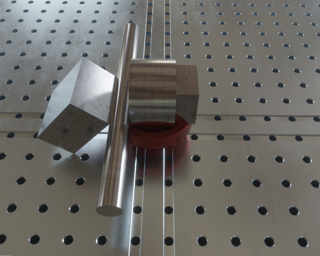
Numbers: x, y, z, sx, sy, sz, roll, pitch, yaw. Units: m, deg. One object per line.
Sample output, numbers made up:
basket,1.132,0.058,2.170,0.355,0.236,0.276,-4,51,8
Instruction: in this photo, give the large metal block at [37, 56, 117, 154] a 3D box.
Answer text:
large metal block,-0.102,-0.027,0.386,0.050,0.080,0.080,30,42,-30

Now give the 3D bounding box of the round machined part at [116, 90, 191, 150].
round machined part,-0.008,-0.011,0.404,0.099,0.042,0.098,0,50,0

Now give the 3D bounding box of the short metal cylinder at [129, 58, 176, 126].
short metal cylinder,-0.008,-0.042,0.368,0.050,0.080,0.080,1,50,0

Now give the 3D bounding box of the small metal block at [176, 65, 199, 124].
small metal block,0.030,-0.040,0.370,0.025,0.050,0.050,1,50,0

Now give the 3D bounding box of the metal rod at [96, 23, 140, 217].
metal rod,-0.045,-0.037,0.384,0.025,0.025,0.300,1,50,0
